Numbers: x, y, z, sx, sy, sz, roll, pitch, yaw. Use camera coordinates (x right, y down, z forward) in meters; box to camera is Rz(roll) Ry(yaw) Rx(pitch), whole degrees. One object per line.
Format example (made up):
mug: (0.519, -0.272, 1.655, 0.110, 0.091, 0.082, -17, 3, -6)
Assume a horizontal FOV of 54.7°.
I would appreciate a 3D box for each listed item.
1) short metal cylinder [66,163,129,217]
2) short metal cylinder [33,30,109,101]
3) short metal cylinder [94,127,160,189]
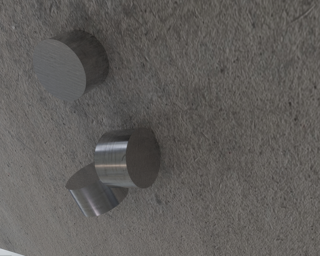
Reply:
short metal cylinder: (-0.096, 0.090, 0.478, 0.080, 0.080, 0.050, -11, 113, 33)
short metal cylinder: (-0.114, -0.081, 0.401, 0.080, 0.050, 0.079, 13, 124, 21)
short metal cylinder: (-0.042, 0.041, 0.419, 0.050, 0.080, 0.080, -5, 116, 31)
